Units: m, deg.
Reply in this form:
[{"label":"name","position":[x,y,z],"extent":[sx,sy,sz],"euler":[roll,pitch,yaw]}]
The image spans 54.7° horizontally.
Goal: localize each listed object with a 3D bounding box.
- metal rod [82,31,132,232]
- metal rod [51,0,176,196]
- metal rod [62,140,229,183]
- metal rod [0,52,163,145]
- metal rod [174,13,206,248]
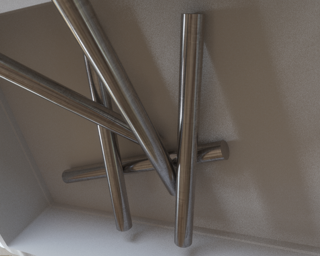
[{"label":"metal rod","position":[-0.072,0.015,0.432],"extent":[0.025,0.025,0.298],"euler":[4,113,26]},{"label":"metal rod","position":[-0.024,-0.010,0.328],"extent":[0.025,0.025,0.299],"euler":[4,142,26]},{"label":"metal rod","position":[-0.041,0.056,0.465],"extent":[0.300,0.025,0.025],"euler":[-13,112,33]},{"label":"metal rod","position":[-0.125,-0.042,0.367],"extent":[0.301,0.025,0.025],"euler":[28,133,-23]},{"label":"metal rod","position":[0.033,0.020,0.375],"extent":[0.025,0.025,0.298],"euler":[10,114,23]}]
